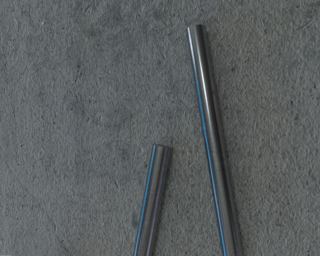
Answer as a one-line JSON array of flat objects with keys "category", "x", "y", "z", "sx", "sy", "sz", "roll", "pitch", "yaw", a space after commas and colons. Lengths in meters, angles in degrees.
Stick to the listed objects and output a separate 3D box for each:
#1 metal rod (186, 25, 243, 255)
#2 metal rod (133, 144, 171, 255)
[{"category": "metal rod", "x": 0.068, "y": 0.021, "z": 0.384, "sx": 0.025, "sy": 0.025, "sz": 0.298, "roll": -10, "pitch": 87, "yaw": 19}, {"category": "metal rod", "x": -0.023, "y": 0.170, "z": 0.417, "sx": 0.025, "sy": 0.025, "sz": 0.298, "roll": 11, "pitch": 94, "yaw": 19}]
